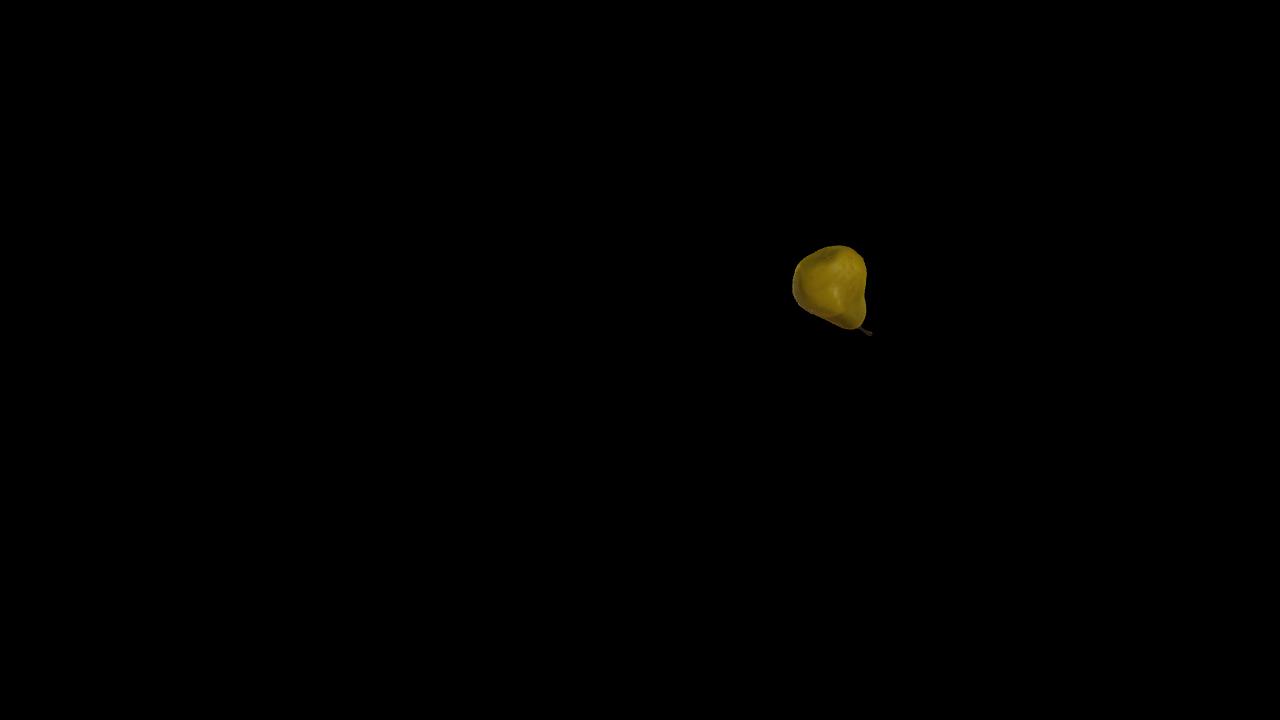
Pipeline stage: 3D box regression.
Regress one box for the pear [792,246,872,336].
[{"bbox_3d":[0.214,-0.066,0.669,0.080,0.111,0.080,-24,19,9],"label":"pear"}]
